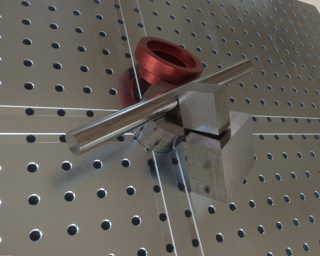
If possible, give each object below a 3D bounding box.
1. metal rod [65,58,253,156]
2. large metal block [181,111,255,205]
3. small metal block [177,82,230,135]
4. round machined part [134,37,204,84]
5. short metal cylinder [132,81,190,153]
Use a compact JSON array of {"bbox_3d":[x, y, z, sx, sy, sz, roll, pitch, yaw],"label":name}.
[{"bbox_3d":[0.025,-0.039,0.382,0.302,0.025,0.025,-27,77,-37],"label":"metal rod"},{"bbox_3d":[0.076,0.032,0.386,0.080,0.050,0.080,-41,130,-39],"label":"large metal block"},{"bbox_3d":[0.051,-0.024,0.357,0.025,0.050,0.050,-34,123,-38],"label":"small metal block"},{"bbox_3d":[0.009,-0.088,0.442,0.099,0.042,0.098,19,31,-12],"label":"round machined part"},{"bbox_3d":[0.008,-0.014,0.406,0.081,0.050,0.080,14,56,-21],"label":"short metal cylinder"}]
